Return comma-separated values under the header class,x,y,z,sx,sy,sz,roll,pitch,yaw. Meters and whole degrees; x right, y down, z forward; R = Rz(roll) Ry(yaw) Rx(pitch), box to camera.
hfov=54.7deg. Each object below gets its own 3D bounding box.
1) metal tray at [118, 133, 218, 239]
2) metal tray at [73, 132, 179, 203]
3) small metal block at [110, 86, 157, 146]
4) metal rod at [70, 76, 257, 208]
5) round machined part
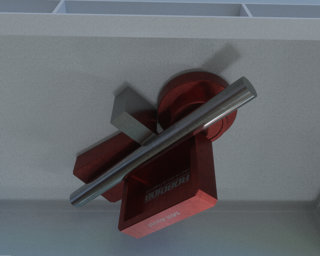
class,x,y,z,sx,sy,sz,roll,pitch,yaw
metal tray,0.006,0.069,0.374,0.030,0.090,0.130,34,128,-29
metal tray,-0.047,0.053,0.449,0.130,0.030,0.090,-28,125,21
small metal block,-0.030,-0.015,0.378,0.025,0.050,0.050,-37,121,27
metal rod,-0.017,0.033,0.383,0.299,0.025,0.025,-35,123,30
round machined part,0.046,-0.017,0.382,0.099,0.042,0.097,-1,130,0
